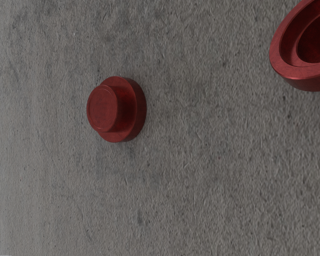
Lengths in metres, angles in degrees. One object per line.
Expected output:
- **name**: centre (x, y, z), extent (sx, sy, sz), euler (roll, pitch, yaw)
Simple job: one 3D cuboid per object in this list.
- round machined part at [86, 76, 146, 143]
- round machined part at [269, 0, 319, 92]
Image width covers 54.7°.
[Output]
- **round machined part**: centre (-0.070, -0.027, 0.452), extent (0.098, 0.042, 0.097), euler (0, 90, 40)
- **round machined part**: centre (0.145, -0.072, 0.255), extent (0.098, 0.042, 0.098), euler (-38, 35, 34)
